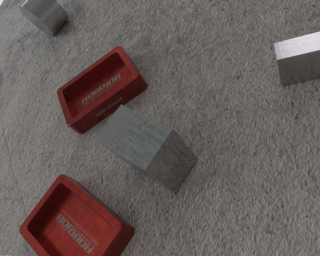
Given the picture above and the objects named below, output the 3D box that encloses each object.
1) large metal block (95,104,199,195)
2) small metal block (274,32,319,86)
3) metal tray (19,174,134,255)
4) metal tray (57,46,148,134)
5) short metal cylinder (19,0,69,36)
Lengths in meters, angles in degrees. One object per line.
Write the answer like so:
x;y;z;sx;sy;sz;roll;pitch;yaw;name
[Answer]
-0.013;0.025;0.360;0.080;0.080;0.050;26;76;37;large metal block
0.160;-0.077;0.351;0.050;0.050;0.025;-10;58;22;small metal block
-0.105;0.125;0.378;0.130;0.030;0.090;26;76;37;metal tray
-0.094;-0.061;0.487;0.130;0.030;0.090;-35;51;5;metal tray
-0.238;-0.236;0.638;0.080;0.080;0.050;28;78;37;short metal cylinder
